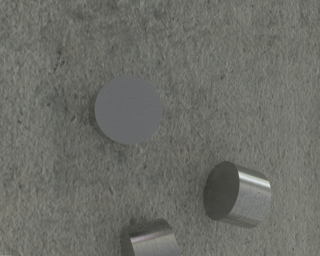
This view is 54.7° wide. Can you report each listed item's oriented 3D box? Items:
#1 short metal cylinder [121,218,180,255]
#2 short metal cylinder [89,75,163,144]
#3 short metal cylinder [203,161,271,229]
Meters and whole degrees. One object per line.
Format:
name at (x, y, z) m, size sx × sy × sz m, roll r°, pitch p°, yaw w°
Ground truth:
short metal cylinder at (-0.013, 0.155, 0.376) m, size 0.050 × 0.080 × 0.079 m, roll -7°, pitch 93°, yaw -20°
short metal cylinder at (-0.043, -0.021, 0.380) m, size 0.081 × 0.050 × 0.079 m, roll 0°, pitch 90°, yaw -21°
short metal cylinder at (0.102, 0.090, 0.419) m, size 0.050 × 0.080 × 0.080 m, roll 20°, pitch 83°, yaw -19°
